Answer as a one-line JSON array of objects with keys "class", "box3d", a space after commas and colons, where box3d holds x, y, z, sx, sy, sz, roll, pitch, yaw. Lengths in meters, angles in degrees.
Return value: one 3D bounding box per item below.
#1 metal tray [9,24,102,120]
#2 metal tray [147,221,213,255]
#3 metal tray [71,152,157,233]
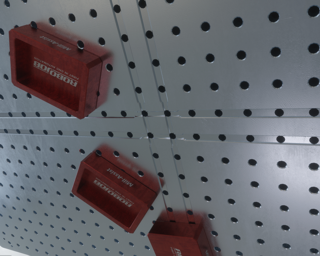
[{"class": "metal tray", "box3d": [-0.150, -0.079, 0.439, 0.130, 0.030, 0.089, 26, 128, 12]}, {"class": "metal tray", "box3d": [0.042, 0.218, 0.522, 0.090, 0.030, 0.129, -6, 116, 30]}, {"class": "metal tray", "box3d": [-0.079, 0.109, 0.518, 0.130, 0.030, 0.089, 33, 129, 7]}]
